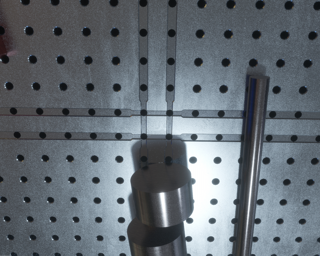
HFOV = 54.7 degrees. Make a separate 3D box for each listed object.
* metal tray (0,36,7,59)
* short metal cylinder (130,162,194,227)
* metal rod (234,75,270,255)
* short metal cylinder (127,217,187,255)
[{"bbox_3d":[-0.249,-0.135,0.358,0.090,0.030,0.129,-11,110,4],"label":"metal tray"},{"bbox_3d":[0.004,0.087,0.416,0.080,0.080,0.050,-5,110,2],"label":"short metal cylinder"},{"bbox_3d":[0.128,0.075,0.442,0.025,0.025,0.298,-1,110,0],"label":"metal rod"},{"bbox_3d":[-0.003,0.162,0.444,0.080,0.080,0.050,-6,110,2],"label":"short metal cylinder"}]
